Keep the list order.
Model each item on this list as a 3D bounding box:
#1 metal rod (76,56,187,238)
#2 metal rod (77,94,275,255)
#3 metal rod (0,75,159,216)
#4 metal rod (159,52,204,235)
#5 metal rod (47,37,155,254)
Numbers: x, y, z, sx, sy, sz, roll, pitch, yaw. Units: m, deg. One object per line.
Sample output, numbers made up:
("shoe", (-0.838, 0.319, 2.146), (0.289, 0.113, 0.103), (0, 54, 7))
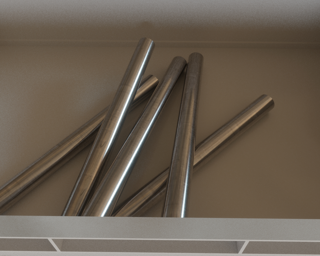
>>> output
("metal rod", (-0.018, -0.004, 0.390), (0.025, 0.025, 0.301), (15, 46, 12))
("metal rod", (0.038, 0.041, 0.370), (0.302, 0.025, 0.025), (-34, 58, -26))
("metal rod", (-0.107, 0.019, 0.388), (0.025, 0.025, 0.301), (33, 57, 24))
("metal rod", (0.035, -0.010, 0.389), (0.025, 0.025, 0.300), (7, 43, 6))
("metal rod", (-0.059, -0.003, 0.382), (0.025, 0.025, 0.300), (12, 58, 10))
